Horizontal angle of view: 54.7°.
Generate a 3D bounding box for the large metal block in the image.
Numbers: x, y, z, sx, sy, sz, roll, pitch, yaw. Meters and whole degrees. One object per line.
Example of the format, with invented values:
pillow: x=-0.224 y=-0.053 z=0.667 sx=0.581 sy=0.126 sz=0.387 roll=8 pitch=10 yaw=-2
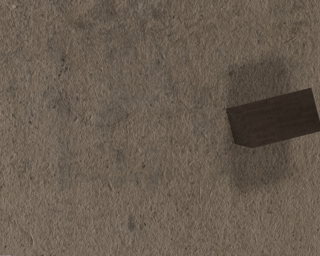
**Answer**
large metal block: x=0.136 y=-0.012 z=0.384 sx=0.080 sy=0.080 sz=0.050 roll=-14 pitch=90 yaw=0
